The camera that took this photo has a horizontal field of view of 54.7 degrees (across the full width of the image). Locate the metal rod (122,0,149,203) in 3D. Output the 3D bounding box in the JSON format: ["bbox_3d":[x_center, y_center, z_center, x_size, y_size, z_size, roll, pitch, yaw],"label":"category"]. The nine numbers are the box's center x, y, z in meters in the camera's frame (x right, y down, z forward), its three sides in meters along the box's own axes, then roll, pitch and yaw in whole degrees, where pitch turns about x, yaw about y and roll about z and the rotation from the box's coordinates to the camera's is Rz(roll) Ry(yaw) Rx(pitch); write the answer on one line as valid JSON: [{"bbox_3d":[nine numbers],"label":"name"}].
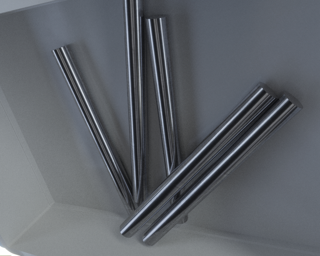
[{"bbox_3d":[-0.030,-0.016,0.414,0.025,0.025,0.298,14,124,20],"label":"metal rod"}]

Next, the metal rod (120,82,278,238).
[{"bbox_3d":[0.031,0.059,0.400,0.025,0.025,0.298,40,121,1],"label":"metal rod"}]

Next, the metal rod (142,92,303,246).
[{"bbox_3d":[0.060,0.071,0.398,0.025,0.025,0.298,39,122,2],"label":"metal rod"}]

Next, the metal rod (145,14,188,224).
[{"bbox_3d":[0.014,0.009,0.407,0.025,0.025,0.298,7,122,25],"label":"metal rod"}]

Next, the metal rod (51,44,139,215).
[{"bbox_3d":[-0.085,0.023,0.467,0.025,0.025,0.298,-7,115,31],"label":"metal rod"}]
